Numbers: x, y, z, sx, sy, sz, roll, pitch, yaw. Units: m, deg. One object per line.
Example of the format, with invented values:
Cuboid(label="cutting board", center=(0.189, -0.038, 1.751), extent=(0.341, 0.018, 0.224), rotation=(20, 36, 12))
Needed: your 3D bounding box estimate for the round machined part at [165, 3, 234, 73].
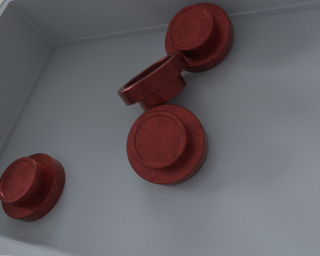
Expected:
Cuboid(label="round machined part", center=(0.049, -0.131, 0.432), extent=(0.098, 0.042, 0.098), rotation=(-7, 74, 28))

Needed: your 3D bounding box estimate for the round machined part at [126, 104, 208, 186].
Cuboid(label="round machined part", center=(0.004, 0.017, 0.366), extent=(0.098, 0.042, 0.098), rotation=(-5, 73, 19))

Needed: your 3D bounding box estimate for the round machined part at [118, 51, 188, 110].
Cuboid(label="round machined part", center=(-0.004, -0.058, 0.412), extent=(0.098, 0.042, 0.098), rotation=(-32, 16, 10))

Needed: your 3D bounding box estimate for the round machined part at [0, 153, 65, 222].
Cuboid(label="round machined part", center=(-0.189, 0.080, 0.443), extent=(0.098, 0.042, 0.098), rotation=(-13, 56, 20))
